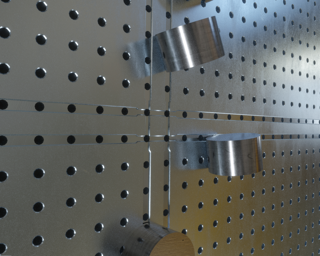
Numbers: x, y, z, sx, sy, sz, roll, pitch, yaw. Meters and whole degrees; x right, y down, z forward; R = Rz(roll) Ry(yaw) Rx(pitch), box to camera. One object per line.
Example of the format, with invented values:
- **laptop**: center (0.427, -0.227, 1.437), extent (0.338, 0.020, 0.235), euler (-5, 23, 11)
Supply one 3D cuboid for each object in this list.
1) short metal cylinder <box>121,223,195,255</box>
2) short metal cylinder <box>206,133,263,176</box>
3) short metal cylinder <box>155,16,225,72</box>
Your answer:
- **short metal cylinder**: center (-0.002, 0.166, 0.391), extent (0.081, 0.050, 0.079), euler (0, 90, -40)
- **short metal cylinder**: center (0.111, 0.038, 0.466), extent (0.081, 0.080, 0.050), euler (-10, 97, -40)
- **short metal cylinder**: center (0.040, -0.109, 0.406), extent (0.081, 0.080, 0.050), euler (-29, 108, -36)
